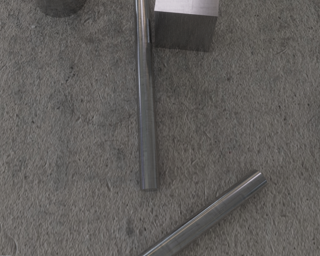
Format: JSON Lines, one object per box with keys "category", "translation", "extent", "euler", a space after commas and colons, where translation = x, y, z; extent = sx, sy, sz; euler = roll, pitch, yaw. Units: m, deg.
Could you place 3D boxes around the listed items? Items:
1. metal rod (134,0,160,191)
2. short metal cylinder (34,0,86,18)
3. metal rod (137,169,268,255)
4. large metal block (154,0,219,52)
{"category": "metal rod", "translation": [-0.021, -0.064, 0.431], "extent": [0.025, 0.025, 0.299], "euler": [-3, 70, -1]}
{"category": "short metal cylinder", "translation": [-0.158, -0.218, 0.473], "extent": [0.081, 0.050, 0.080], "euler": [0, 70, 0]}
{"category": "metal rod", "translation": [0.001, 0.143, 0.356], "extent": [0.301, 0.025, 0.025], "euler": [-33, 74, -12]}
{"category": "large metal block", "translation": [0.036, -0.154, 0.436], "extent": [0.080, 0.080, 0.050], "euler": [6, 70, 2]}
